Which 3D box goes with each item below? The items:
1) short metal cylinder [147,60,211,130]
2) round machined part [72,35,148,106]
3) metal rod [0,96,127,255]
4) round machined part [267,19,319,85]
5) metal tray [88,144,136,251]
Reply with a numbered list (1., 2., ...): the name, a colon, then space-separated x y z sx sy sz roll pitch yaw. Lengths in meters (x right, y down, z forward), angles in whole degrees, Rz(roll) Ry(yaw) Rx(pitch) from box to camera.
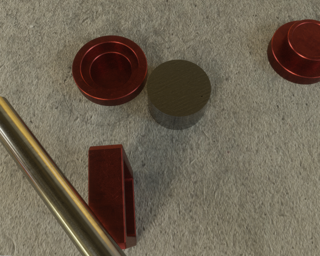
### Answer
1. short metal cylinder: 0.024 -0.043 0.411 0.081 0.050 0.080 0 70 0
2. round machined part: -0.066 -0.074 0.425 0.099 0.042 0.098 0 70 -1
3. metal rod: -0.050 0.088 0.237 0.025 0.025 0.300 -39 75 -13
4. round machined part: 0.210 -0.115 0.444 0.099 0.042 0.098 0 70 -1
5. metal tray: -0.046 0.078 0.323 0.030 0.130 0.090 -4 70 -2
